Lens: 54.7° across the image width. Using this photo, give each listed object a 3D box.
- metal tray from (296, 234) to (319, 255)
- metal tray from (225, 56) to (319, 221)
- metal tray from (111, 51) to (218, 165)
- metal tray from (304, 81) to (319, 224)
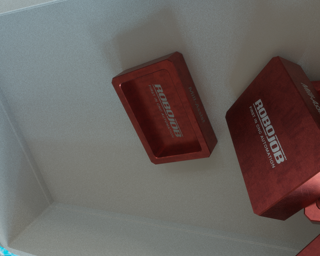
[{"bbox_3d":[0.142,0.150,0.287,0.030,0.090,0.130,48,179,44],"label":"metal tray"},{"bbox_3d":[0.110,0.006,0.288,0.030,0.130,0.089,16,132,-21],"label":"metal tray"},{"bbox_3d":[0.007,-0.019,0.389,0.090,0.030,0.129,-12,112,33],"label":"metal tray"},{"bbox_3d":[0.175,0.020,0.268,0.090,0.130,0.030,-1,159,29],"label":"metal tray"}]
